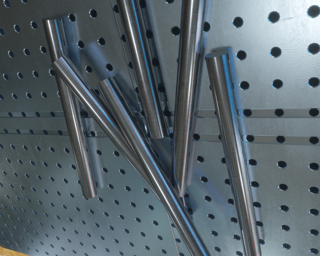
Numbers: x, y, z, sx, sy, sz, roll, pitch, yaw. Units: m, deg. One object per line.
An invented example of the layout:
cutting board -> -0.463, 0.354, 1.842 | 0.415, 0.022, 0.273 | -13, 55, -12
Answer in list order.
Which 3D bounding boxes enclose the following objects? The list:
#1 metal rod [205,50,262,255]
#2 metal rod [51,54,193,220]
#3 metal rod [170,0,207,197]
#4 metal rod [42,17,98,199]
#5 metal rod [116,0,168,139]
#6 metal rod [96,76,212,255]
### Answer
metal rod -> 0.098, 0.052, 0.391 | 0.025, 0.025, 0.299 | -2, 118, 29
metal rod -> -0.045, 0.028, 0.440 | 0.025, 0.025, 0.300 | -25, 109, 37
metal rod -> 0.031, -0.033, 0.374 | 0.025, 0.025, 0.298 | 15, 125, 19
metal rod -> -0.131, -0.012, 0.473 | 0.025, 0.025, 0.298 | 11, 123, 22
metal rod -> -0.031, -0.122, 0.352 | 0.025, 0.025, 0.298 | 2, 119, 27
metal rod -> -0.003, 0.068, 0.427 | 0.025, 0.025, 0.299 | -24, 97, 37
